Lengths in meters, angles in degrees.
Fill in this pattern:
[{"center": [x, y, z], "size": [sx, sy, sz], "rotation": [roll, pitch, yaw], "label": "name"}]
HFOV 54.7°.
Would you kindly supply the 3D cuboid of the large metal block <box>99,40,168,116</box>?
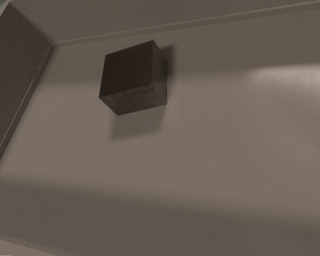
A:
[{"center": [-0.036, -0.072, 0.451], "size": [0.080, 0.050, 0.080], "rotation": [-12, 57, 21], "label": "large metal block"}]
